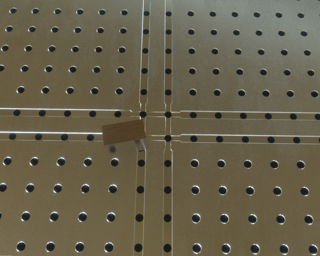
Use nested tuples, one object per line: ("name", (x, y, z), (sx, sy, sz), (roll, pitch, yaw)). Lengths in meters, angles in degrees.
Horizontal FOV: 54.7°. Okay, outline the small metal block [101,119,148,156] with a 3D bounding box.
("small metal block", (-0.044, 0.013, 0.393), (0.050, 0.050, 0.025), (-10, 71, -4))
